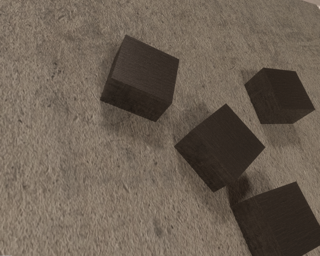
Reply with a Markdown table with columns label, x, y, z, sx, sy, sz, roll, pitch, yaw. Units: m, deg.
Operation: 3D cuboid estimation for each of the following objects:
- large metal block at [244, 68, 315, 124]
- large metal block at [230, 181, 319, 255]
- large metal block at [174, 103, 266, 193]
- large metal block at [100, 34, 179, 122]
| label | x | y | z | sx | sy | sz | roll | pitch | yaw |
| --- | --- | --- | --- | --- | --- | --- | --- | --- | --- |
| large metal block | 0.205 | -0.054 | 0.534 | 0.081 | 0.050 | 0.080 | -1 | 62 | -29 |
| large metal block | 0.151 | 0.122 | 0.397 | 0.081 | 0.050 | 0.080 | -8 | 66 | -32 |
| large metal block | 0.081 | 0.026 | 0.418 | 0.080 | 0.050 | 0.081 | 50 | 51 | 6 |
| large metal block | -0.025 | -0.066 | 0.415 | 0.080 | 0.050 | 0.080 | 22 | 54 | -16 |
